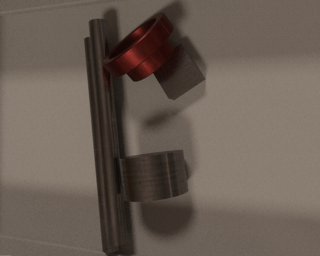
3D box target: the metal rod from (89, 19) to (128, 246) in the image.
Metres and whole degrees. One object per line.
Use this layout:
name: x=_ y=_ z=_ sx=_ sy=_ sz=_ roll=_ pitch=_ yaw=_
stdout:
metal rod: x=-0.070 y=0.004 z=0.416 sx=0.025 sy=0.025 sz=0.298 roll=-6 pitch=88 yaw=19

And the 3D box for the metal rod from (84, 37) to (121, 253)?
metal rod: x=-0.082 y=0.022 z=0.437 sx=0.025 sy=0.025 sz=0.298 roll=-6 pitch=88 yaw=19

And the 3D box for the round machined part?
round machined part: x=-0.021 y=-0.096 z=0.389 sx=0.098 sy=0.098 sz=0.042 roll=-34 pitch=115 yaw=16

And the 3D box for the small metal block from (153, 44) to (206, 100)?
small metal block: x=0.023 y=-0.071 z=0.402 sx=0.050 sy=0.025 sz=0.050 roll=-33 pitch=80 yaw=16

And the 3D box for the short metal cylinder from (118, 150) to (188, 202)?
short metal cylinder: x=-0.008 y=0.057 z=0.383 sx=0.080 sy=0.080 sz=0.050 roll=-8 pitch=87 yaw=19
